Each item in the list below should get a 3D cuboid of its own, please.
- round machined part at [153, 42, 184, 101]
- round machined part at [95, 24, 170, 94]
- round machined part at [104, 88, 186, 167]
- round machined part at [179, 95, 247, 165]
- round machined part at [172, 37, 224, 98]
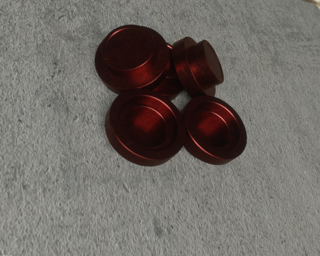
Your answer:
[{"bbox_3d":[-0.003,-0.088,0.447,0.099,0.042,0.098,14,56,-21],"label":"round machined part"},{"bbox_3d":[-0.037,-0.094,0.402,0.099,0.042,0.098,-2,69,6],"label":"round machined part"},{"bbox_3d":[-0.021,0.003,0.383,0.099,0.042,0.098,14,56,-21],"label":"round machined part"},{"bbox_3d":[0.067,0.006,0.428,0.099,0.042,0.098,14,56,-21],"label":"round machined part"},{"bbox_3d":[0.061,-0.090,0.456,0.098,0.042,0.098,41,38,-42],"label":"round machined part"}]
